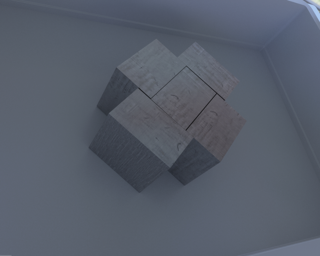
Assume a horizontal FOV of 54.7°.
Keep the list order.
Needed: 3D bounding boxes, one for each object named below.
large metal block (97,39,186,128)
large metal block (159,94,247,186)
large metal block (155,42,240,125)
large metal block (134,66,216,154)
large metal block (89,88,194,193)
[{"bbox_3d":[-0.024,-0.053,0.389,0.050,0.080,0.080,43,51,0],"label":"large metal block"},{"bbox_3d":[0.051,0.016,0.389,0.050,0.080,0.080,43,51,0],"label":"large metal block"},{"bbox_3d":[0.048,-0.057,0.432,0.080,0.080,0.050,42,51,0],"label":"large metal block"},{"bbox_3d":[0.013,-0.019,0.389,0.050,0.080,0.080,43,51,0],"label":"large metal block"},{"bbox_3d":[-0.024,0.017,0.348,0.080,0.080,0.050,42,51,0],"label":"large metal block"}]
